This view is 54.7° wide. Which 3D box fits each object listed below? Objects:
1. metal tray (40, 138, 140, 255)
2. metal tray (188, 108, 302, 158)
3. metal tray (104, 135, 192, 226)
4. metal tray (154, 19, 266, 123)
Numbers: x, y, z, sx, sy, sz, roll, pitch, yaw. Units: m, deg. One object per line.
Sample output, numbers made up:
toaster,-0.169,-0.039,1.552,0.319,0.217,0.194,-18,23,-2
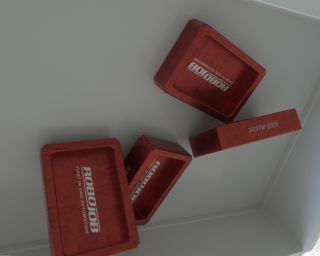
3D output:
metal tray,-0.082,0.080,0.352,0.091,0.129,0.030,-5,160,-26
metal tray,0.118,0.008,0.437,0.131,0.090,0.030,-12,82,-22
metal tray,-0.023,0.077,0.427,0.090,0.030,0.129,18,109,-50
metal tray,0.068,-0.067,0.400,0.131,0.030,0.090,23,106,-37
